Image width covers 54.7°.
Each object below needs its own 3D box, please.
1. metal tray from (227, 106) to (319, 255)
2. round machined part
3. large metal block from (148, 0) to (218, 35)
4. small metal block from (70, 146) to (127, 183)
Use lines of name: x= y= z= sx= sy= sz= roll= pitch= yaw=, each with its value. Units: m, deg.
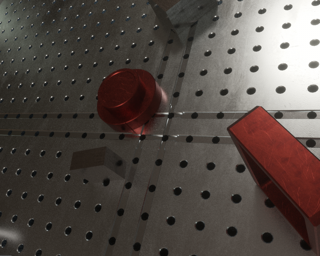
metal tray: x=0.107 y=0.048 z=0.255 sx=0.030 sy=0.130 sz=0.090 roll=-37 pitch=51 yaw=3
round machined part: x=-0.051 y=-0.048 z=0.452 sx=0.098 sy=0.042 sz=0.098 roll=-13 pitch=56 yaw=20
large metal block: x=0.033 y=-0.211 z=0.503 sx=0.080 sy=0.050 sz=0.080 roll=-37 pitch=51 yaw=3
small metal block: x=-0.079 y=0.049 z=0.402 sx=0.050 sy=0.050 sz=0.025 roll=-11 pitch=57 yaw=22
